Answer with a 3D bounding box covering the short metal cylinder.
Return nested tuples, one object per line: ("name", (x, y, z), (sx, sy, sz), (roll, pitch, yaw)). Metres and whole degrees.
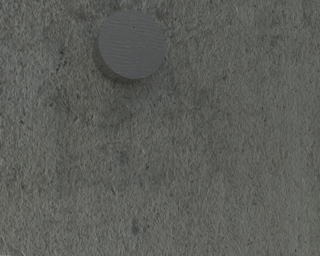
("short metal cylinder", (-0.039, -0.097, 0.381), (0.081, 0.050, 0.080), (0, 90, -20))
